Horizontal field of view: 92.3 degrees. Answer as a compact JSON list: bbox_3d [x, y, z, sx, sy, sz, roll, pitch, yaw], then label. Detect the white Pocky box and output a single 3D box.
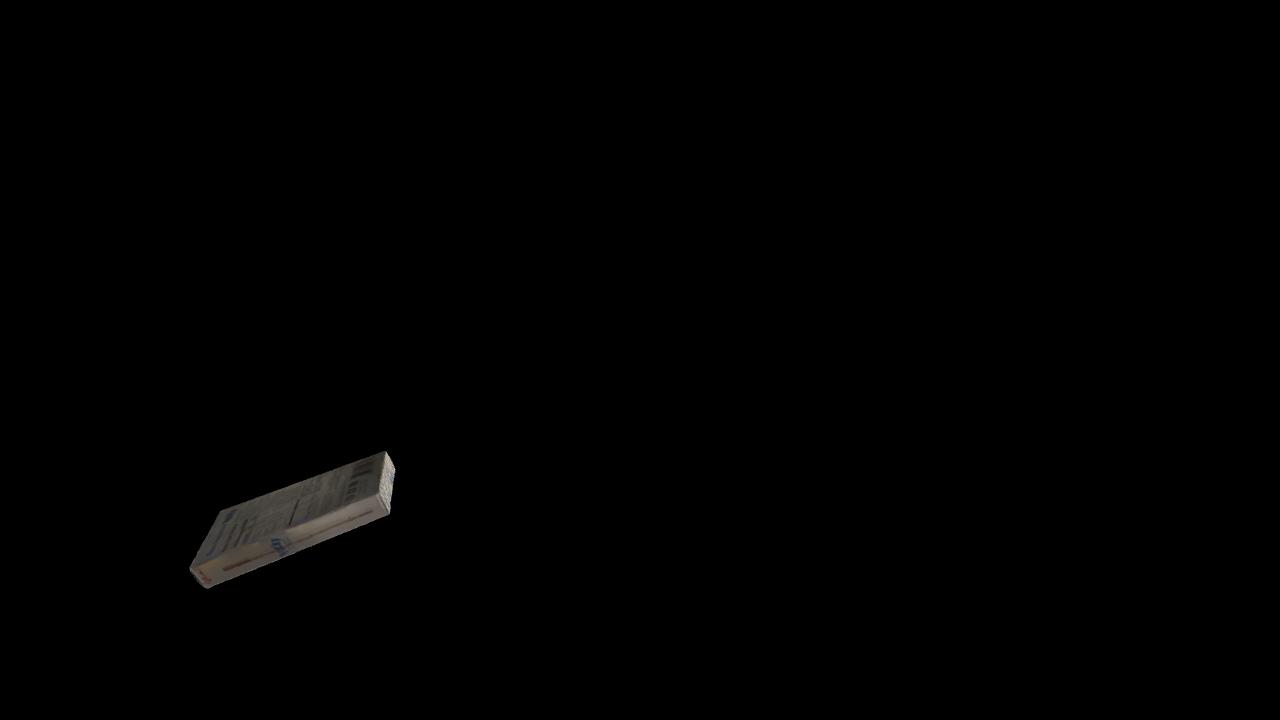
[{"bbox_3d":[-0.297,0.134,0.540,0.154,0.028,0.084,-21,25,-9],"label":"white Pocky box"}]
